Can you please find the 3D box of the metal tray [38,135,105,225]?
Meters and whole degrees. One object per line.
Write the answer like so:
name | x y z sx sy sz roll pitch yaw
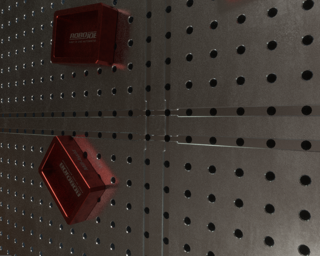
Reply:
metal tray | -0.155 0.086 0.530 0.130 0.030 0.089 48 118 29

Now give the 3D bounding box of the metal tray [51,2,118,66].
metal tray | -0.128 -0.149 0.508 0.130 0.030 0.089 10 96 39
